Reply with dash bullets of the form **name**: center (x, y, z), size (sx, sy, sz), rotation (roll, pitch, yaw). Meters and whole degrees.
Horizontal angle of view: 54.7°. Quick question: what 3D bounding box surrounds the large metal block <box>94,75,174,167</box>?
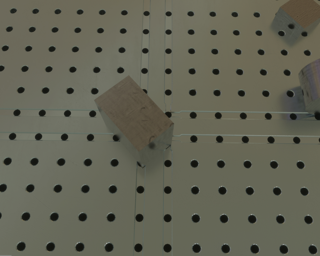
- **large metal block**: center (-0.030, -0.005, 0.384), size (0.050, 0.080, 0.080), rotation (-39, 75, -13)

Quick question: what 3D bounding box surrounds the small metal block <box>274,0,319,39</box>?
- **small metal block**: center (0.217, -0.174, 0.478), size (0.050, 0.025, 0.050), rotation (-36, 74, -13)

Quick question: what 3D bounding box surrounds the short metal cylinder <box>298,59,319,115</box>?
- **short metal cylinder**: center (0.229, -0.055, 0.406), size (0.081, 0.080, 0.050), rotation (-2, 70, -1)
